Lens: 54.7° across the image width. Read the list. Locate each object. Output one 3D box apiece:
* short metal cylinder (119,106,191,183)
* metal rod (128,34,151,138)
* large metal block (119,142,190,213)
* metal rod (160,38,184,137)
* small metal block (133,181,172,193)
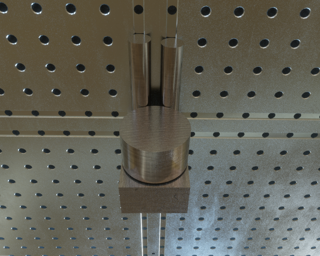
[{"bbox_3d":[-0.006,0.018,0.363,0.081,0.080,0.050,1,130,-1],"label":"short metal cylinder"},{"bbox_3d":[-0.025,0.018,0.428,0.025,0.025,0.298,0,130,-1],"label":"metal rod"},{"bbox_3d":[-0.007,0.060,0.394,0.081,0.080,0.050,0,130,-1],"label":"large metal block"},{"bbox_3d":[0.011,0.021,0.431,0.025,0.025,0.298,0,130,-1],"label":"metal rod"},{"bbox_3d":[-0.008,0.077,0.431,0.050,0.050,0.025,-32,141,-34],"label":"small metal block"}]
